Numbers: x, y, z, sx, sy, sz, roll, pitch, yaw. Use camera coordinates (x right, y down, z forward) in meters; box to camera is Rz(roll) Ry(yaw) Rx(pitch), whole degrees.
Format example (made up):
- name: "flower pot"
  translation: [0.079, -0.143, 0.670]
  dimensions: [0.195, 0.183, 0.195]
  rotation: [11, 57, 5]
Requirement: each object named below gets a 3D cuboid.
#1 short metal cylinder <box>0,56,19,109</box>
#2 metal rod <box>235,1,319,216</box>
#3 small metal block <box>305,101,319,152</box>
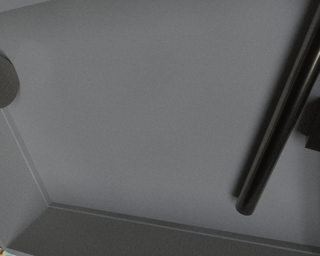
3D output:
- name: "short metal cylinder"
  translation: [-0.265, -0.069, 0.467]
  dimensions: [0.050, 0.080, 0.079]
  rotation: [4, 120, 26]
- name: "metal rod"
  translation: [0.134, -0.013, 0.329]
  dimensions: [0.025, 0.025, 0.298]
  rotation: [21, 126, 15]
- name: "small metal block"
  translation: [0.182, 0.001, 0.314]
  dimensions: [0.050, 0.025, 0.050]
  rotation: [17, 125, 18]
